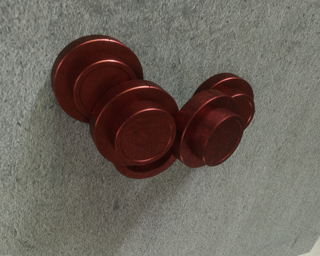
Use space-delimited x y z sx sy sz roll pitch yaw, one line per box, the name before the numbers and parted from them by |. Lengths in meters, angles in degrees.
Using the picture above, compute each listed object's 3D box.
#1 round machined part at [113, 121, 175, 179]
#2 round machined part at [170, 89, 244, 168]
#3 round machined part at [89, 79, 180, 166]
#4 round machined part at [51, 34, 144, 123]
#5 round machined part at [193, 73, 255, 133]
round machined part | -0.020 0.014 0.396 0.099 0.042 0.097 -14 125 -21
round machined part | 0.062 0.007 0.369 0.099 0.042 0.097 -24 131 -31
round machined part | -0.022 0.001 0.332 0.099 0.042 0.097 -14 125 -21
round machined part | -0.063 -0.047 0.334 0.099 0.042 0.097 -14 125 -21
round machined part | 0.093 -0.024 0.434 0.099 0.042 0.097 -14 125 -21
